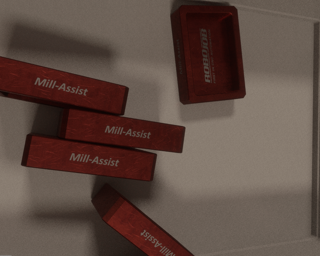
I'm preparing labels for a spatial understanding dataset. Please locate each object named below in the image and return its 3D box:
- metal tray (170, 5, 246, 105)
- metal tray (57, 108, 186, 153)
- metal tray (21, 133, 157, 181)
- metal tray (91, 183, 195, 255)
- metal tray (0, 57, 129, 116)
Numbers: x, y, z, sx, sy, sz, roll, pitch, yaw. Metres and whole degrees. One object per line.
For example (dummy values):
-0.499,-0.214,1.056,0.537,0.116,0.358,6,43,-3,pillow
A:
0.068,-0.102,0.434,0.091,0.030,0.129,-8,93,-20,metal tray
-0.048,0.004,0.358,0.131,0.090,0.030,9,87,-20,metal tray
-0.080,0.031,0.347,0.131,0.090,0.030,10,87,-20,metal tray
-0.018,0.124,0.370,0.130,0.090,0.030,43,76,-15,metal tray
-0.109,-0.040,0.336,0.131,0.090,0.030,11,87,-20,metal tray
